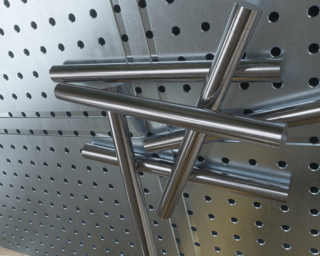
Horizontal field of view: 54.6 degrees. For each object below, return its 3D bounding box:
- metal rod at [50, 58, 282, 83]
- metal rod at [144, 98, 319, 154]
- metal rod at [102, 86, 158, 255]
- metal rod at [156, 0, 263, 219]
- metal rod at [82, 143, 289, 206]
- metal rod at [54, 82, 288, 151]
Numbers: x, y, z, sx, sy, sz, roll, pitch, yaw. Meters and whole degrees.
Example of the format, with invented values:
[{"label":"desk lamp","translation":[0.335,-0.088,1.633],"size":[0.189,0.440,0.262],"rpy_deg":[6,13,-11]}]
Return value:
[{"label":"metal rod","translation":[-0.013,-0.068,0.376],"size":[0.300,0.025,0.025],"rpy_deg":[4,120,26]},{"label":"metal rod","translation":[0.107,-0.005,0.351],"size":[0.300,0.025,0.025],"rpy_deg":[-13,112,33]},{"label":"metal rod","translation":[-0.037,0.089,0.444],"size":[0.025,0.025,0.298],"rpy_deg":[-5,104,30]},{"label":"metal rod","translation":[0.042,0.007,0.360],"size":[0.025,0.025,0.298],"rpy_deg":[26,128,12]},{"label":"metal rod","translation":[0.019,0.060,0.438],"size":[0.300,0.025,0.025],"rpy_deg":[10,123,23]},{"label":"metal rod","translation":[-0.014,-0.022,0.352],"size":[0.300,0.025,0.025],"rpy_deg":[14,125,33]}]
